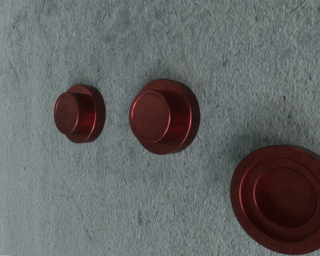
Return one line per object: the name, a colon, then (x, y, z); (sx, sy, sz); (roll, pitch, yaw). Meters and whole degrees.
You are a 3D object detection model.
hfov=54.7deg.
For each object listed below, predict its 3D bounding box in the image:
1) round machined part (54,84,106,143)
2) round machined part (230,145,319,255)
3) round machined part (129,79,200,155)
round machined part: (-0.137, -0.024, 0.507); (0.098, 0.042, 0.097); (0, 90, 40)
round machined part: (0.121, 0.064, 0.294); (0.098, 0.042, 0.097); (0, 90, 40)
round machined part: (-0.001, -0.014, 0.395); (0.098, 0.042, 0.097); (0, 90, 40)
